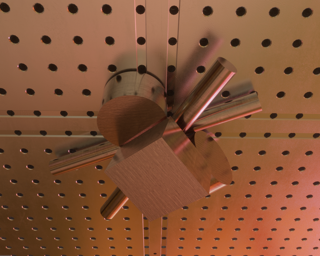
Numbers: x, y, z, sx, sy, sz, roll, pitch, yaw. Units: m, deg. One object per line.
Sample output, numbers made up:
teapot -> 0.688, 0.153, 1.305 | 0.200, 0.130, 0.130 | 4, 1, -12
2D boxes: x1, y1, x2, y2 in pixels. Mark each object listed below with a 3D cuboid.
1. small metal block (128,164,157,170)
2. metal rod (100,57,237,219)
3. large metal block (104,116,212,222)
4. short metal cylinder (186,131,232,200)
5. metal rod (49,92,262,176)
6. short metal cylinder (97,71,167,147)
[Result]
small metal block -> -0.030, 0.054, 0.453 | 0.050, 0.025, 0.050 | -22, 127, 17
metal rod -> -0.006, 0.033, 0.403 | 0.025, 0.025, 0.298 | 24, 126, -19
large metal block -> 0.000, 0.047, 0.347 | 0.080, 0.050, 0.080 | -32, 106, 25
short metal cylinder -> 0.052, 0.050, 0.415 | 0.050, 0.080, 0.080 | -35, 122, 27
metal rod -> -0.017, 0.013, 0.418 | 0.301, 0.025, 0.025 | -18, 128, 14
short metal cylinder -> -0.032, -0.021, 0.373 | 0.081, 0.050, 0.079 | 0, 130, 0
